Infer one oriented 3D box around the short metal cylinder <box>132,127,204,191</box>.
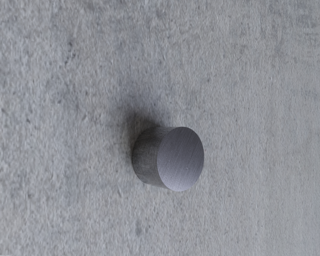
[{"bbox_3d":[0.011,0.038,0.400,0.081,0.050,0.079,0,90,-40],"label":"short metal cylinder"}]
